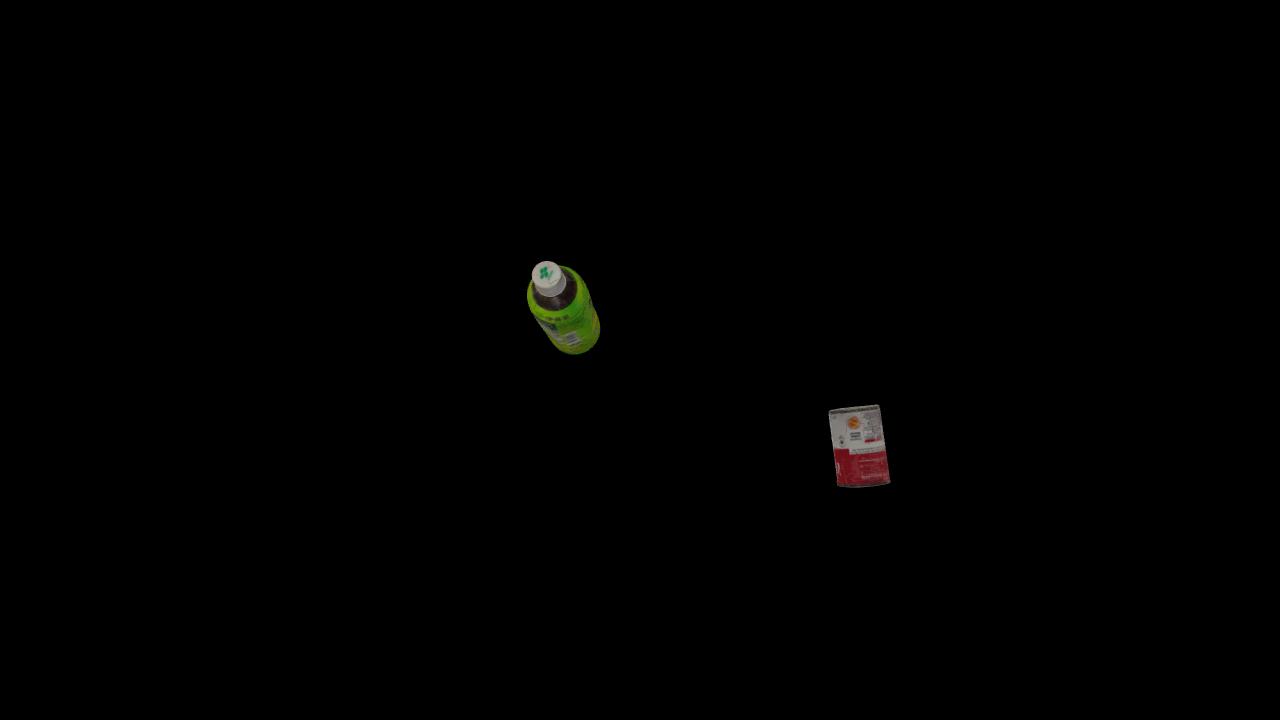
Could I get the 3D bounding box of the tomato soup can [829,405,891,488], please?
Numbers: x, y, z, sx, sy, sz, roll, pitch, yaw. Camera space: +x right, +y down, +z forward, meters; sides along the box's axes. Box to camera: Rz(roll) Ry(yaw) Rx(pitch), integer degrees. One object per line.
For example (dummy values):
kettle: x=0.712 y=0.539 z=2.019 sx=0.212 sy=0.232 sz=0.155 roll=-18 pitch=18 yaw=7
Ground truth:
tomato soup can: x=0.288 y=0.112 z=0.812 sx=0.068 sy=0.101 sz=0.068 roll=-6 pitch=-4 yaw=0

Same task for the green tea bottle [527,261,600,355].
green tea bottle: x=-0.090 y=-0.062 z=0.724 sx=0.073 sy=0.073 sz=0.212 roll=0 pitch=-12 yaw=1
